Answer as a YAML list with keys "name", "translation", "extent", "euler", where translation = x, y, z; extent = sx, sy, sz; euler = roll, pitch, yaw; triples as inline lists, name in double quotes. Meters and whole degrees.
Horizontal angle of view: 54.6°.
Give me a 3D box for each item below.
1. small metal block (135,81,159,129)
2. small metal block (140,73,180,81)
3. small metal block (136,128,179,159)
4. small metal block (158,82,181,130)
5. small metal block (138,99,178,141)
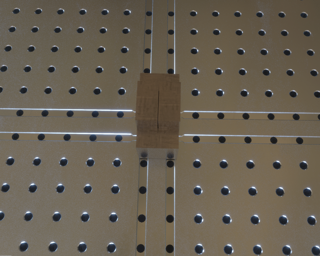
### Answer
- name: "small metal block"
  translation: [-0.015, -0.023, 0.380]
  extent: [0.025, 0.050, 0.050]
  euler: [2, 70, 1]
- name: "small metal block"
  translation: [-0.001, -0.050, 0.416]
  extent: [0.050, 0.050, 0.025]
  euler: [2, 70, 1]
- name: "small metal block"
  translation: [-0.003, 0.021, 0.391]
  extent: [0.050, 0.050, 0.025]
  euler: [1, 70, 1]
- name: "small metal block"
  translation: [0.012, -0.023, 0.380]
  extent: [0.025, 0.050, 0.050]
  euler: [1, 70, 2]
- name: "small metal block"
  translation: [-0.002, -0.010, 0.415]
  extent: [0.050, 0.025, 0.050]
  euler: [1, 70, 2]
